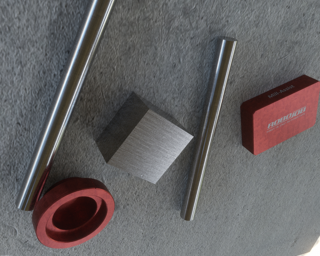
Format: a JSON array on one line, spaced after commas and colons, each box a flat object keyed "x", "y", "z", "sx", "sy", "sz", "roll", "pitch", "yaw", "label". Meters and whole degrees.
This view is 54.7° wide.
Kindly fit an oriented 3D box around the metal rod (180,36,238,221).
[{"x": 0.065, "y": 0.019, "z": 0.456, "sx": 0.025, "sy": 0.025, "sz": 0.298, "roll": -6, "pitch": 122, "yaw": -26, "label": "metal rod"}]

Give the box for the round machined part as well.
[{"x": -0.111, "y": 0.102, "z": 0.394, "sx": 0.099, "sy": 0.042, "sz": 0.097, "roll": -20, "pitch": 131, "yaw": -24, "label": "round machined part"}]

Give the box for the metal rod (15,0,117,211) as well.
[{"x": -0.099, "y": -0.035, "z": 0.331, "sx": 0.025, "sy": 0.025, "sz": 0.298, "roll": 14, "pitch": 111, "yaw": -34, "label": "metal rod"}]

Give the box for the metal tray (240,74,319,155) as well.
[{"x": 0.194, "y": -0.021, "z": 0.499, "sx": 0.131, "sy": 0.030, "sz": 0.089, "roll": -24, "pitch": 128, "yaw": -14, "label": "metal tray"}]

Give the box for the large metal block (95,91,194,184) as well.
[{"x": -0.020, "y": 0.014, "z": 0.390, "sx": 0.080, "sy": 0.050, "sz": 0.080, "roll": 31, "pitch": 101, "yaw": -38, "label": "large metal block"}]
